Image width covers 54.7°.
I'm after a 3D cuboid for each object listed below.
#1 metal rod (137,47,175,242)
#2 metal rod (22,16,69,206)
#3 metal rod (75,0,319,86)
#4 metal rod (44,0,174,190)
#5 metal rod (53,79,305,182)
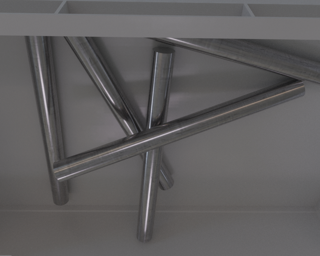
[{"bbox_3d":[-0.010,0.043,0.413,0.025,0.025,0.298,4,121,-4],"label":"metal rod"},{"bbox_3d":[-0.144,0.004,0.410,0.025,0.025,0.298,5,130,-4],"label":"metal rod"},{"bbox_3d":[0.066,-0.087,0.330,0.302,0.025,0.025,12,129,-12],"label":"metal rod"},{"bbox_3d":[-0.046,-0.019,0.392,0.025,0.025,0.299,-17,128,14],"label":"metal rod"},{"bbox_3d":[0.024,0.001,0.364,0.302,0.025,0.025,-19,129,-2],"label":"metal rod"}]
